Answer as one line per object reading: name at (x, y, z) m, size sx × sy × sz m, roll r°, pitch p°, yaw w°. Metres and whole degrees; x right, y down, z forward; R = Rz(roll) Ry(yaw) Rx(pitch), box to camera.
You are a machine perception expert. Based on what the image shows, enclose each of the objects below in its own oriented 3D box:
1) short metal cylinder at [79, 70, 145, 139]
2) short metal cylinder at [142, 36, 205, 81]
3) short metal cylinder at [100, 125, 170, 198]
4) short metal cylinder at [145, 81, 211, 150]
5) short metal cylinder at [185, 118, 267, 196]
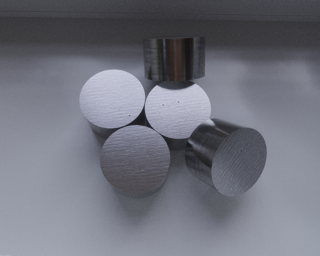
short metal cylinder at (-0.059, -0.029, 0.404) m, size 0.081 × 0.050 × 0.080 m, roll 0°, pitch 70°, yaw 0°
short metal cylinder at (0.019, -0.093, 0.405) m, size 0.081 × 0.080 × 0.050 m, roll -3°, pitch 109°, yaw -1°
short metal cylinder at (-0.029, 0.042, 0.378) m, size 0.081 × 0.050 × 0.080 m, roll 0°, pitch 70°, yaw 0°
short metal cylinder at (0.022, -0.016, 0.400) m, size 0.081 × 0.050 × 0.080 m, roll 0°, pitch 70°, yaw 0°
short metal cylinder at (0.077, 0.032, 0.362) m, size 0.081 × 0.050 × 0.079 m, roll -9°, pitch 108°, yaw -28°
